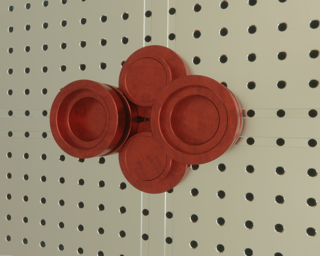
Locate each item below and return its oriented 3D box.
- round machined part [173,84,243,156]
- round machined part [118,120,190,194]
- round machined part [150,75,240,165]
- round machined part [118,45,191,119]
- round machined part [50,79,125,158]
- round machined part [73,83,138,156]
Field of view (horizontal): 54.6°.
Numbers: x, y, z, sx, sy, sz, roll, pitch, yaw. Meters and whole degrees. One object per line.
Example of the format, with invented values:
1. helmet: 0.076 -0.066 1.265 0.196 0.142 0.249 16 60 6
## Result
1. round machined part: 0.053 -0.010 0.384 0.098 0.042 0.097 0 90 20
2. round machined part: -0.011 0.038 0.407 0.098 0.042 0.097 0 90 20
3. round machined part: 0.042 -0.009 0.354 0.098 0.042 0.097 0 90 20
4. round machined part: -0.011 -0.060 0.407 0.098 0.042 0.097 0 90 20
5. round machined part: -0.089 -0.011 0.401 0.098 0.042 0.097 0 90 20
6. round machined part: -0.075 -0.011 0.430 0.098 0.042 0.097 0 90 20
